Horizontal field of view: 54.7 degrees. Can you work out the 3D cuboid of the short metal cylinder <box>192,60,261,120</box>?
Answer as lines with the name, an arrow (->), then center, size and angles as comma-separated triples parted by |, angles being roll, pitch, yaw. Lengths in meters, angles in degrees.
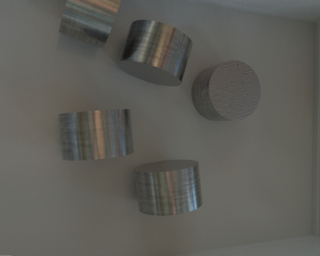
short metal cylinder -> 0.091, -0.050, 0.432 | 0.081, 0.050, 0.079 | 0, 90, -21

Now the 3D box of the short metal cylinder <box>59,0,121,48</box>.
short metal cylinder -> -0.078, -0.138, 0.353 | 0.050, 0.080, 0.080 | 16, 85, -20

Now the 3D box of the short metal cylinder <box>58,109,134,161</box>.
short metal cylinder -> -0.072, 0.006, 0.355 | 0.081, 0.080, 0.050 | -5, 92, -20

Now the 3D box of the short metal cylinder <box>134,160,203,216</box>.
short metal cylinder -> 0.011, 0.071, 0.386 | 0.081, 0.080, 0.050 | -7, 93, -20

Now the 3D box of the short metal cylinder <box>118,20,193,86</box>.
short metal cylinder -> -0.006, -0.089, 0.380 | 0.081, 0.080, 0.050 | 19, 84, -20
